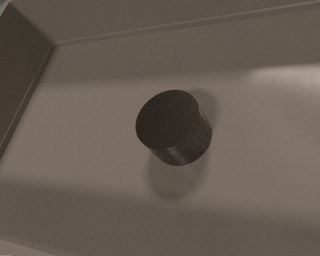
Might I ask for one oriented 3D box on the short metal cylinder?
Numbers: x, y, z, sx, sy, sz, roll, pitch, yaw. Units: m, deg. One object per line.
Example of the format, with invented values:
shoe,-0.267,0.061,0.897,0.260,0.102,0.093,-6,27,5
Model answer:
short metal cylinder,0.018,0.000,0.379,0.080,0.050,0.080,-13,56,20
